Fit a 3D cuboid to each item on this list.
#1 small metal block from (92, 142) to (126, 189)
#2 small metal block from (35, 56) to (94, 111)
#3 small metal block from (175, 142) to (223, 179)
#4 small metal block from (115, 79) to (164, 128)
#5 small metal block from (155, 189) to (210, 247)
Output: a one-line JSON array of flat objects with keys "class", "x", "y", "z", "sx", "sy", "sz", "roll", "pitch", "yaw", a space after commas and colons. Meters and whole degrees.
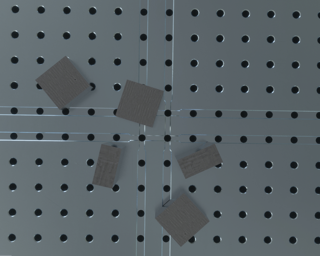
[{"class": "small metal block", "x": -0.065, "y": 0.046, "z": 0.400, "sx": 0.025, "sy": 0.050, "sz": 0.050, "roll": 13, "pitch": 90, "yaw": 0}, {"class": "small metal block", "x": -0.126, "y": -0.058, "z": 0.412, "sx": 0.050, "sy": 0.025, "sz": 0.050, "roll": -39, "pitch": 91, "yaw": 0}, {"class": "small metal block", "x": 0.049, "y": 0.040, "z": 0.402, "sx": 0.050, "sy": 0.050, "sz": 0.025, "roll": -24, "pitch": 90, "yaw": 0}, {"class": "small metal block", "x": -0.026, "y": -0.032, "z": 0.413, "sx": 0.050, "sy": 0.025, "sz": 0.050, "roll": 17, "pitch": 90, "yaw": -1}, {"class": "small metal block", "x": 0.029, "y": 0.119, "z": 0.414, "sx": 0.050, "sy": 0.025, "sz": 0.050, "roll": -42, "pitch": 91, "yaw": 0}]
